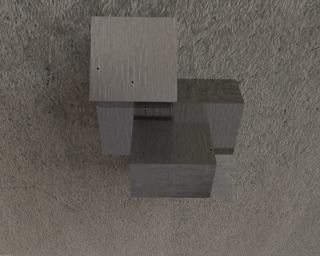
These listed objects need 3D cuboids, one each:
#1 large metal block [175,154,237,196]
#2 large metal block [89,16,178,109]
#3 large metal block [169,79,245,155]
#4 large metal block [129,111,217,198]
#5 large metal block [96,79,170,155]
[{"bbox_3d":[0.052,0.060,0.416,0.081,0.080,0.050,0,86,-1],"label":"large metal block"},{"bbox_3d":[-0.024,-0.063,0.311,0.081,0.050,0.080,1,86,-1],"label":"large metal block"},{"bbox_3d":[0.051,-0.013,0.380,0.081,0.050,0.079,1,130,-1],"label":"large metal block"},{"bbox_3d":[0.011,0.026,0.330,0.081,0.080,0.050,1,130,-1],"label":"large metal block"},{"bbox_3d":[-0.030,-0.013,0.379,0.081,0.050,0.079,1,130,-1],"label":"large metal block"}]
